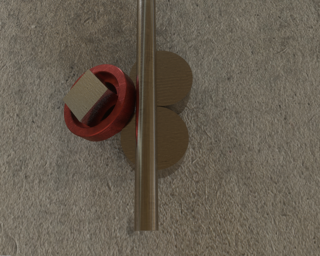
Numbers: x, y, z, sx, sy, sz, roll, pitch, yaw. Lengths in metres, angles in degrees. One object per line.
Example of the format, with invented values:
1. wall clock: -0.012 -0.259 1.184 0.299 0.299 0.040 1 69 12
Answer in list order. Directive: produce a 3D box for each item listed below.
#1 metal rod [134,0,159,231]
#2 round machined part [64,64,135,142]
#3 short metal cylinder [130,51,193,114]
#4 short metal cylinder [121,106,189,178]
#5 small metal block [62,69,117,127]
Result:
1. metal rod: -0.016 -0.035 0.369 0.025 0.025 0.299 -1 70 0
2. round machined part: -0.071 -0.028 0.396 0.098 0.042 0.098 -12 64 26
3. short metal cylinder: 0.001 -0.056 0.417 0.081 0.050 0.080 0 70 0
4. short metal cylinder: -0.006 0.019 0.388 0.081 0.050 0.080 0 69 0
5. small metal block: -0.084 -0.036 0.379 0.050 0.025 0.050 -48 54 4
